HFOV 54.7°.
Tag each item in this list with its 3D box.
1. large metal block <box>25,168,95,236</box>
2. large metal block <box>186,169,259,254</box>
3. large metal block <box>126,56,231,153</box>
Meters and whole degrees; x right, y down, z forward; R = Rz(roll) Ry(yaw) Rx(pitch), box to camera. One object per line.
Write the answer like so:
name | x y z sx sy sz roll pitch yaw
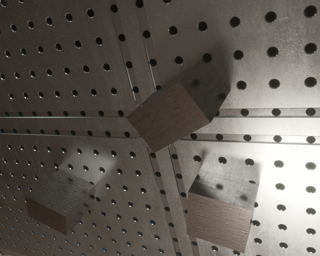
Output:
large metal block | -0.171 0.126 0.541 0.080 0.080 0.050 21 126 15
large metal block | 0.083 0.111 0.419 0.080 0.050 0.079 12 124 21
large metal block | 0.022 -0.027 0.346 0.080 0.080 0.050 -31 101 37
